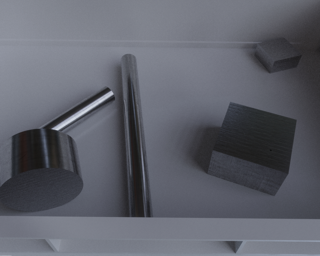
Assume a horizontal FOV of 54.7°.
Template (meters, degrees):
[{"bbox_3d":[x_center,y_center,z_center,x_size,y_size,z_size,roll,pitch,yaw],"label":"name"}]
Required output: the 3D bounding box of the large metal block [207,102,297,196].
[{"bbox_3d":[0.110,0.023,0.371,0.080,0.050,0.080,17,52,13],"label":"large metal block"}]

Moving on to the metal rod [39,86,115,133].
[{"bbox_3d":[-0.177,0.034,0.374,0.025,0.025,0.302,36,58,26],"label":"metal rod"}]

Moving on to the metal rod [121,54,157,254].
[{"bbox_3d":[-0.033,0.006,0.399,0.025,0.025,0.300,-5,50,-5],"label":"metal rod"}]

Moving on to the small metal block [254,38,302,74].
[{"bbox_3d":[0.193,-0.119,0.508,0.050,0.025,0.050,-15,52,-12],"label":"small metal block"}]

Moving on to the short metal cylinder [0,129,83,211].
[{"bbox_3d":[-0.126,0.046,0.329,0.081,0.080,0.050,-13,52,-11],"label":"short metal cylinder"}]
